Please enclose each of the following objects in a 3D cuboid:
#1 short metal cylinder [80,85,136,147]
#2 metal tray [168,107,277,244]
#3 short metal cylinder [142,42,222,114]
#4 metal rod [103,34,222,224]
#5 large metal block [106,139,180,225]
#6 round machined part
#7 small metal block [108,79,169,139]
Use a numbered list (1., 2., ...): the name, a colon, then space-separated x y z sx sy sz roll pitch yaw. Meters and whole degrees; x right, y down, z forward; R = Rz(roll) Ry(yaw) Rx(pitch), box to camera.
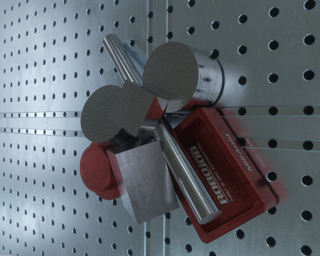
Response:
1. short metal cylinder: -0.061 -0.013 0.424 0.080 0.050 0.080 -10 69 28
2. metal tray: 0.056 0.052 0.355 0.090 0.030 0.130 -44 64 31
3. short metal cylinder: 0.026 -0.057 0.367 0.080 0.050 0.079 0 90 40
4. metal rod: -0.012 -0.022 0.382 0.025 0.025 0.299 -50 51 28
5. large metal block: -0.024 0.059 0.374 0.080 0.050 0.080 179 74 -73
6. round machined part: -0.082 0.058 0.460 0.098 0.042 0.097 0 90 40
7. small metal block: -0.025 -0.021 0.356 0.050 0.025 0.050 33 102 35
